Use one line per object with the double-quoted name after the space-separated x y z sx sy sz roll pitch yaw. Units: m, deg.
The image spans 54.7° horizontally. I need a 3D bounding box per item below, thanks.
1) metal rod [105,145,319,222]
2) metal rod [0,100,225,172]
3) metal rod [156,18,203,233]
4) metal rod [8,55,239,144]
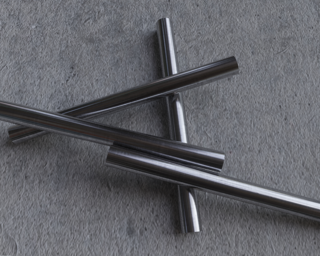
0.086 0.071 0.362 0.302 0.025 0.025 15 71 -3 "metal rod"
-0.073 0.006 0.374 0.302 0.025 0.025 13 71 3 "metal rod"
0.022 -0.017 0.414 0.025 0.025 0.299 -6 70 -2 "metal rod"
-0.047 -0.036 0.401 0.301 0.025 0.025 -17 71 1 "metal rod"
